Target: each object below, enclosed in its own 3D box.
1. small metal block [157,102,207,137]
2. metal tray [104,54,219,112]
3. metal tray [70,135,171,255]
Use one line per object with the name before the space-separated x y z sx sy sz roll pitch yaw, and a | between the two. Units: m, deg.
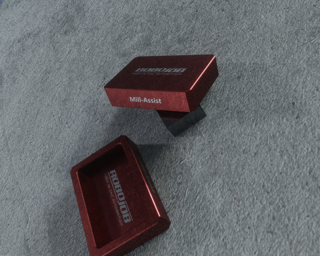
small metal block | 0.025 -0.025 0.406 0.050 0.025 0.050 -34 52 6
metal tray | 0.002 -0.063 0.417 0.130 0.030 0.090 6 42 31
metal tray | -0.053 0.082 0.378 0.090 0.030 0.130 -33 51 6
